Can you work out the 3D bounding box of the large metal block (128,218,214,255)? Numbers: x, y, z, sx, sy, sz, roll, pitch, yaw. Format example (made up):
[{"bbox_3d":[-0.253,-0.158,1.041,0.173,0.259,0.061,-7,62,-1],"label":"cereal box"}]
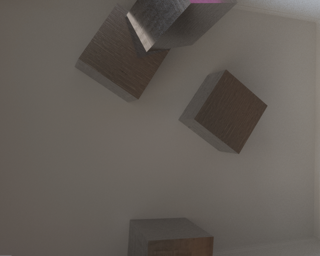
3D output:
[{"bbox_3d":[0.010,0.149,0.385,0.081,0.080,0.050,4,89,-20],"label":"large metal block"}]

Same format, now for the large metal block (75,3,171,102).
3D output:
[{"bbox_3d":[-0.045,-0.088,0.380,0.080,0.050,0.080,34,79,-17],"label":"large metal block"}]

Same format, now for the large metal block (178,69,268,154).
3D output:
[{"bbox_3d":[0.087,-0.021,0.429,0.080,0.050,0.080,37,78,-17],"label":"large metal block"}]

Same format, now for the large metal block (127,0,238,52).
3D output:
[{"bbox_3d":[0.024,-0.133,0.346,0.081,0.080,0.050,-21,81,-41],"label":"large metal block"}]
